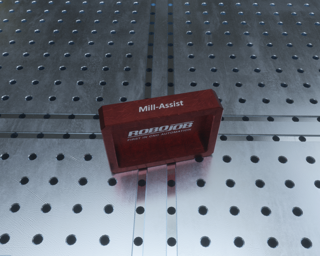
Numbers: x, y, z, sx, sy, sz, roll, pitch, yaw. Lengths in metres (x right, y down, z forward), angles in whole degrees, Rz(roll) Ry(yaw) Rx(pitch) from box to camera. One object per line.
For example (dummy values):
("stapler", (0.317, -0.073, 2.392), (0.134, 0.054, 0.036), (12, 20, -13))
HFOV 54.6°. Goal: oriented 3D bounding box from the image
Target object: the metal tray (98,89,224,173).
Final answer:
("metal tray", (0.001, 0.006, 0.360), (0.131, 0.090, 0.030), (-10, 51, -8))
